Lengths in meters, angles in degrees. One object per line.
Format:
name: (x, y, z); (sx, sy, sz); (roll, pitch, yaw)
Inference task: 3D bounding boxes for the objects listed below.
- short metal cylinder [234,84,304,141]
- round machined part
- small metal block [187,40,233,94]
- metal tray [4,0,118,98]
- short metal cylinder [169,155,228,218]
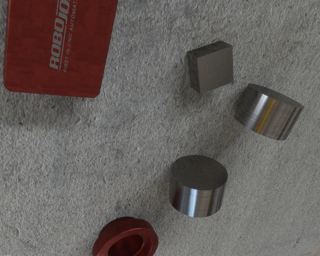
short metal cylinder: (0.153, -0.024, 0.440); (0.081, 0.080, 0.050); (7, 115, -32)
round machined part: (-0.055, 0.175, 0.474); (0.099, 0.042, 0.097); (-14, 124, -21)
small metal block: (0.065, -0.077, 0.395); (0.050, 0.025, 0.050); (-22, 127, -15)
metal tray: (-0.094, -0.096, 0.293); (0.091, 0.030, 0.129); (2, 117, -30)
short metal cylinder: (0.055, 0.083, 0.453); (0.081, 0.080, 0.050); (-10, 123, -23)
